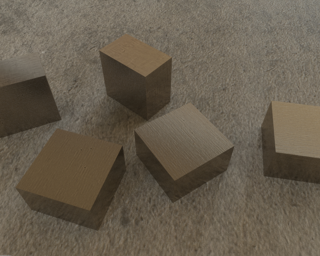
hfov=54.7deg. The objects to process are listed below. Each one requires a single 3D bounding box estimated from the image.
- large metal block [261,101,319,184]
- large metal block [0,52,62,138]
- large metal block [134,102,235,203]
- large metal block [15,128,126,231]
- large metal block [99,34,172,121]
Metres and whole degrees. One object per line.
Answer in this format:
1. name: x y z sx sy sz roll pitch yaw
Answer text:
1. large metal block: 0.171 0.017 0.375 0.080 0.050 0.080 8 50 6
2. large metal block: -0.183 -0.042 0.400 0.081 0.080 0.050 -19 53 -16
3. large metal block: 0.026 0.026 0.365 0.081 0.050 0.080 -27 55 -21
4. large metal block: -0.092 0.055 0.340 0.080 0.050 0.080 14 51 11
5. large metal block: -0.032 -0.069 0.426 0.080 0.080 0.050 33 57 24
